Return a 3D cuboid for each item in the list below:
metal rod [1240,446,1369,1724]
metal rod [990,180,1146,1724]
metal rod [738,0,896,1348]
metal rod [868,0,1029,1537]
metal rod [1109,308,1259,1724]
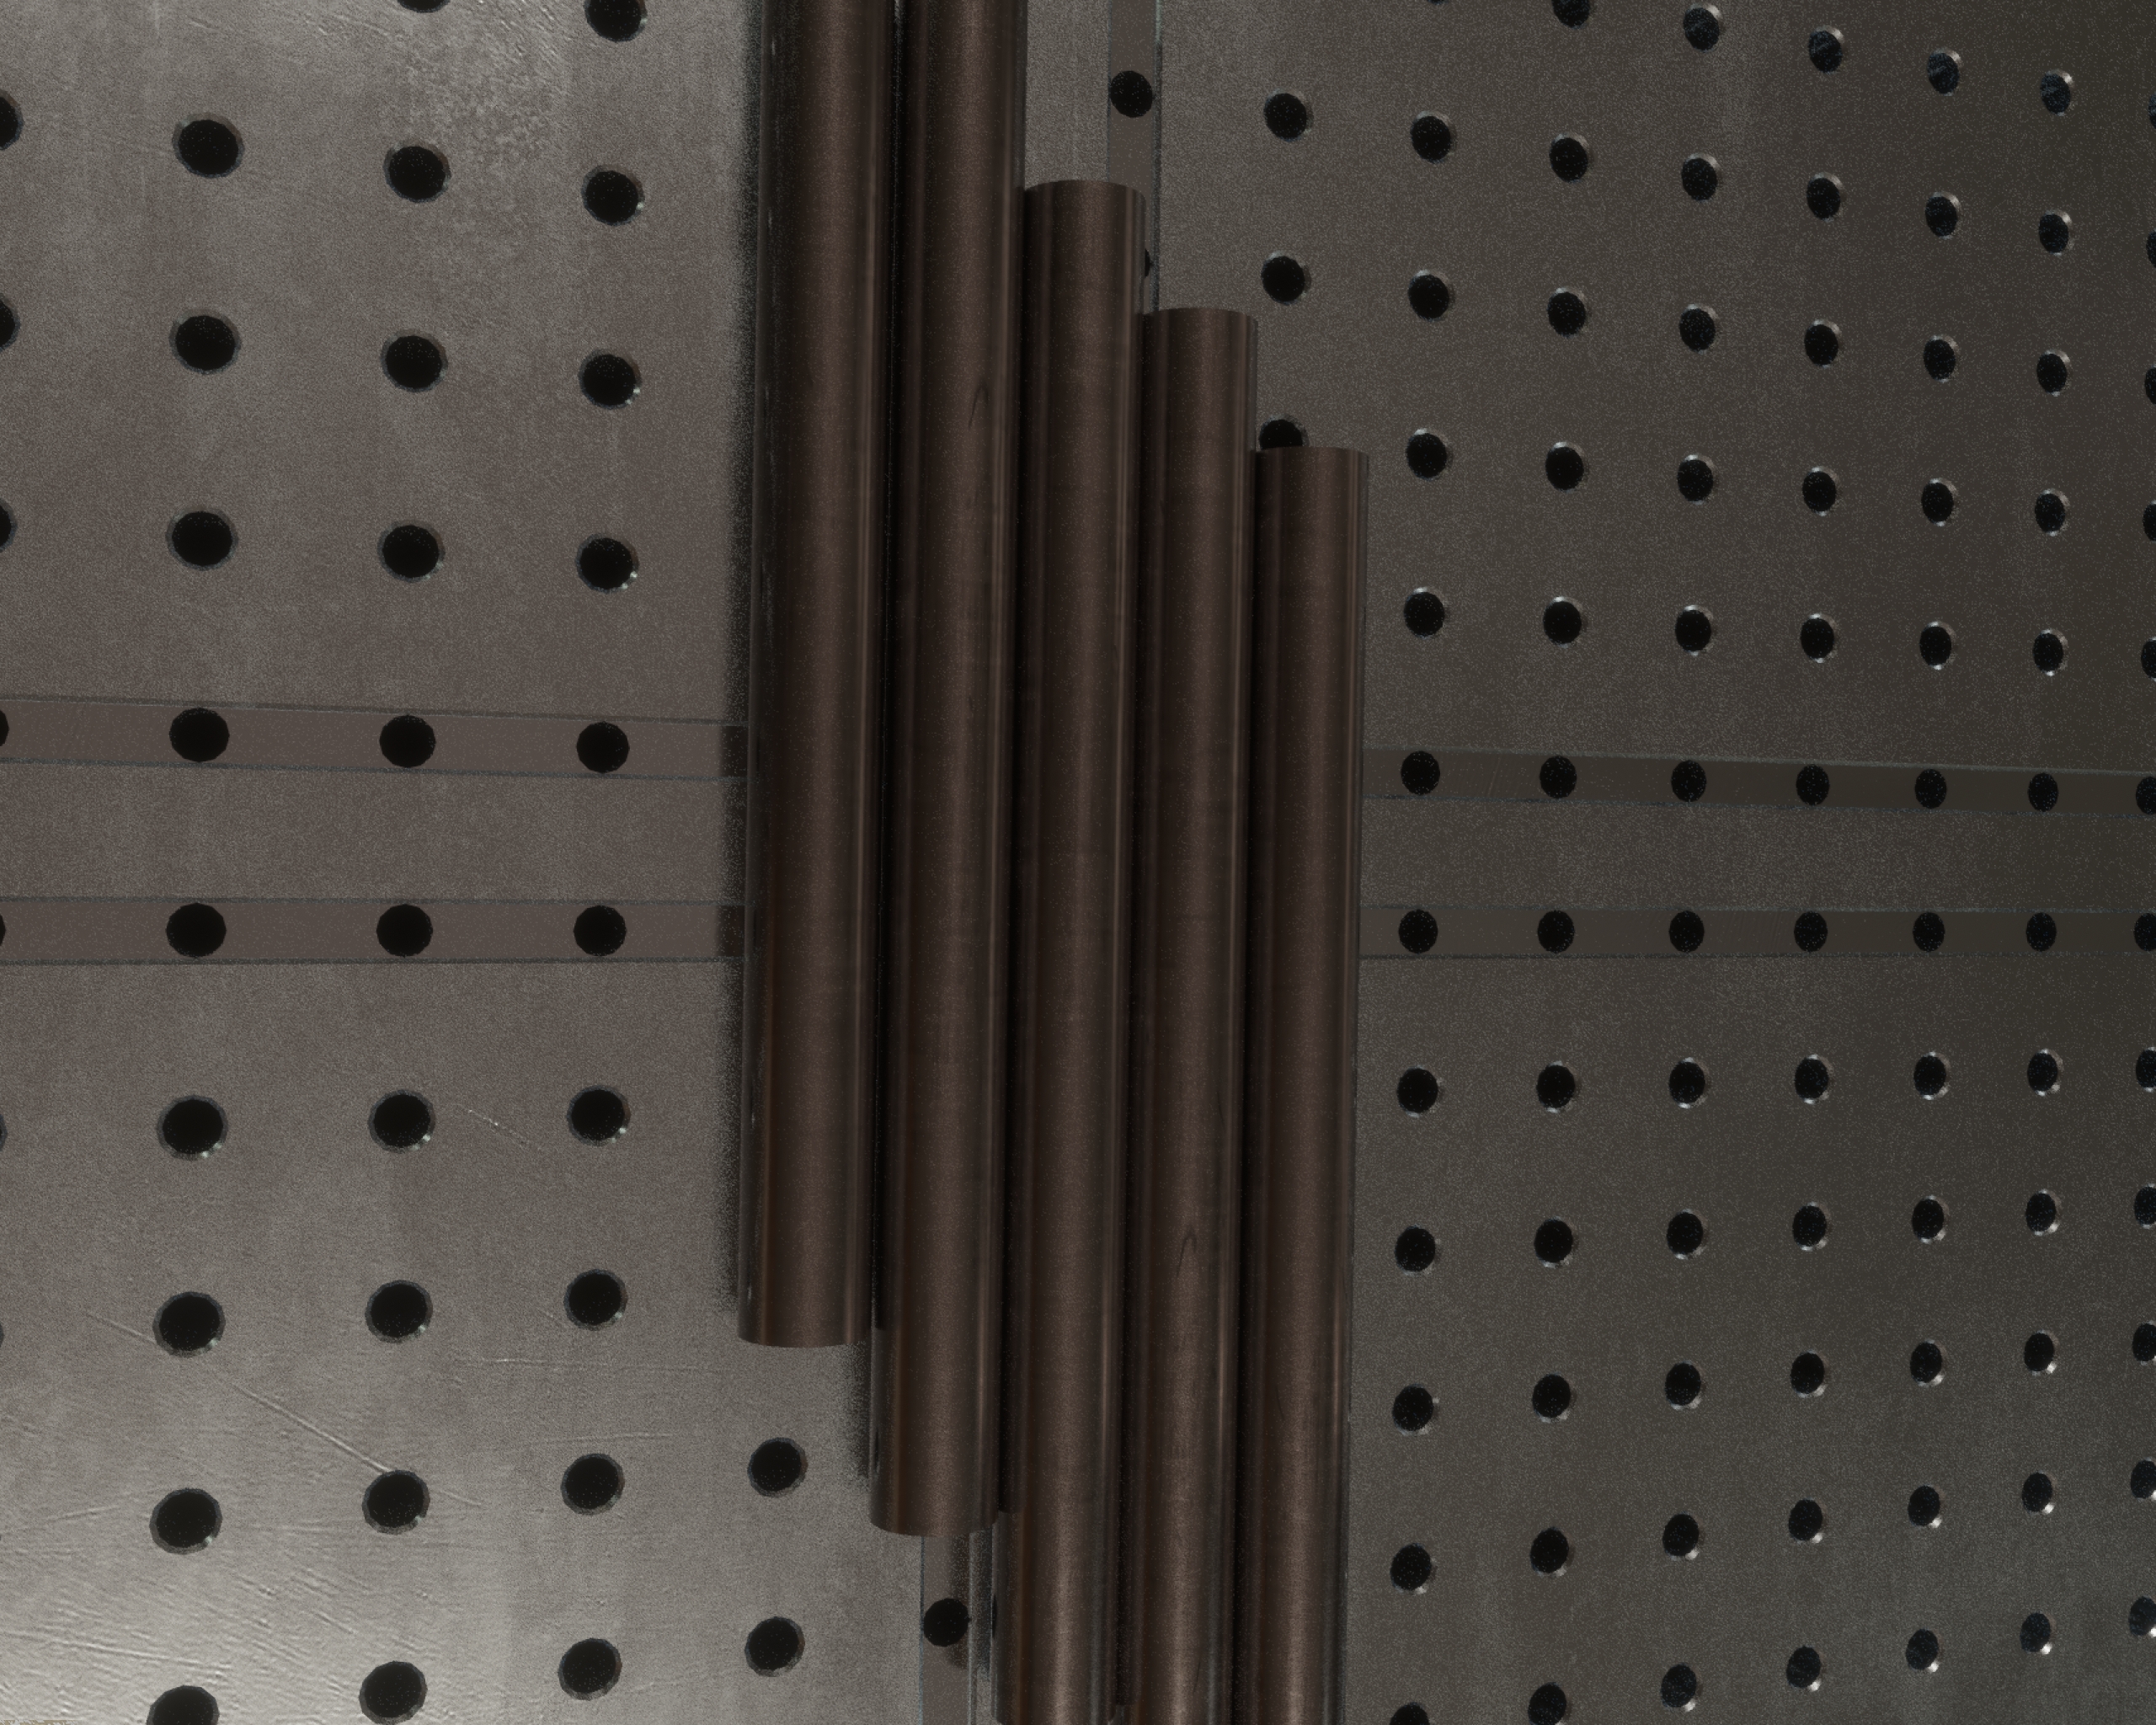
[{"bbox_3d":[0.045,0.066,0.430,0.025,0.025,0.298,1,90,-20],"label":"metal rod"},{"bbox_3d":[-0.002,0.018,0.412,0.025,0.025,0.298,1,90,-20],"label":"metal rod"},{"bbox_3d":[-0.049,-0.060,0.395,0.025,0.025,0.298,1,90,-20],"label":"metal rod"},{"bbox_3d":[-0.025,-0.023,0.403,0.025,0.025,0.298,1,90,-20],"label":"metal rod"},{"bbox_3d":[0.021,0.040,0.421,0.025,0.025,0.298,1,90,-20],"label":"metal rod"}]
